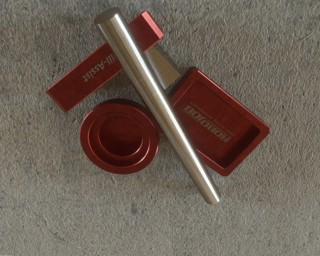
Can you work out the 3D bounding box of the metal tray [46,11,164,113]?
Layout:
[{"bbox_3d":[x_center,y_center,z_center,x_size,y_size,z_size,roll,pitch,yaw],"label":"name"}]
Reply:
[{"bbox_3d":[-0.057,-0.077,0.346,0.130,0.090,0.030,-35,107,12],"label":"metal tray"}]

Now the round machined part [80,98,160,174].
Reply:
[{"bbox_3d":[-0.049,0.008,0.400,0.099,0.042,0.097,2,113,5],"label":"round machined part"}]

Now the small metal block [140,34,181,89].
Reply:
[{"bbox_3d":[-0.005,-0.080,0.363,0.025,0.050,0.050,-40,120,16],"label":"small metal block"}]

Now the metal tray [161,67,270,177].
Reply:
[{"bbox_3d":[0.065,-0.006,0.407,0.130,0.030,0.090,36,106,-13],"label":"metal tray"}]

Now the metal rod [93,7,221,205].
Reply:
[{"bbox_3d":[0.016,0.003,0.355,0.025,0.025,0.299,-25,130,8],"label":"metal rod"}]
